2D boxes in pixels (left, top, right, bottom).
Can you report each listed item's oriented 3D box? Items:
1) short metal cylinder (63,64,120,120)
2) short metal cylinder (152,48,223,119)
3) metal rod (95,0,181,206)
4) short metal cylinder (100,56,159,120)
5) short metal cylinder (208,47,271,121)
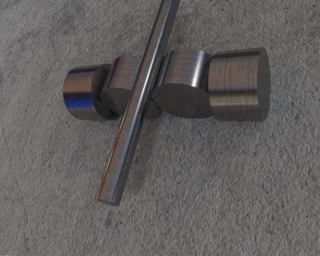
[{"bbox_3d":[-0.093,-0.051,0.450,0.050,0.080,0.080,1,62,29],"label":"short metal cylinder"},{"bbox_3d":[0.035,-0.053,0.383,0.080,0.080,0.050,1,62,28],"label":"short metal cylinder"},{"bbox_3d":[-0.017,-0.057,0.370,0.025,0.025,0.300,1,62,28],"label":"metal rod"},{"bbox_3d":[-0.035,-0.053,0.421,0.080,0.080,0.050,1,62,28],"label":"short metal cylinder"},{"bbox_3d":[0.093,-0.048,0.351,0.050,0.080,0.080,1,62,29],"label":"short metal cylinder"}]
